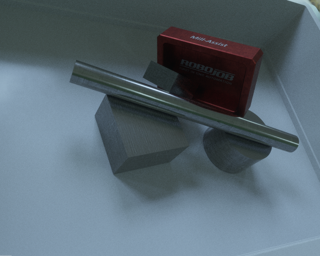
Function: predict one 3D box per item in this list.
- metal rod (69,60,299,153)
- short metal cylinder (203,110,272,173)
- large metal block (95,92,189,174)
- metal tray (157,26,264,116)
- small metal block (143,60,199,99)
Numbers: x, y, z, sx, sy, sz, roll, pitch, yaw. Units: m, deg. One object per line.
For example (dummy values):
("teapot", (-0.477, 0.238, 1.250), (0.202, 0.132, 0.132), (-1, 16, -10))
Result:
("metal rod", (0.045, -0.019, 0.376), (0.302, 0.025, 0.025), (17, 55, -19))
("short metal cylinder", (0.109, 0.018, 0.438), (0.081, 0.050, 0.080), (14, 56, -21))
("large metal block", (-0.024, 0.003, 0.375), (0.081, 0.050, 0.080), (-8, 66, -32))
("metal tray", (0.059, -0.073, 0.409), (0.130, 0.089, 0.030), (22, 46, 22))
("small metal block", (0.015, -0.062, 0.408), (0.050, 0.025, 0.050), (34, 11, 36))
